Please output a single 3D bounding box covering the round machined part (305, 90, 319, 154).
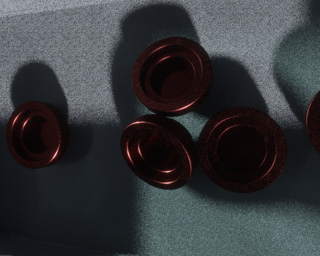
[{"bbox_3d":[0.207,-0.006,0.327,0.098,0.042,0.097,0,90,21],"label":"round machined part"}]

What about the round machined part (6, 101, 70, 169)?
[{"bbox_3d":[-0.176,0.010,0.464,0.098,0.042,0.097,0,90,20],"label":"round machined part"}]

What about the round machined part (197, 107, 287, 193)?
[{"bbox_3d":[0.097,0.024,0.367,0.098,0.042,0.097,0,90,20],"label":"round machined part"}]

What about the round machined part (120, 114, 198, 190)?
[{"bbox_3d":[0.003,0.025,0.385,0.098,0.042,0.097,17,127,24],"label":"round machined part"}]

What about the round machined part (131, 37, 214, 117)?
[{"bbox_3d":[0.018,-0.060,0.386,0.098,0.042,0.098,-5,73,15],"label":"round machined part"}]
